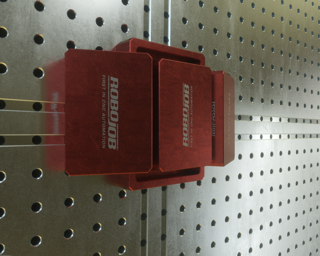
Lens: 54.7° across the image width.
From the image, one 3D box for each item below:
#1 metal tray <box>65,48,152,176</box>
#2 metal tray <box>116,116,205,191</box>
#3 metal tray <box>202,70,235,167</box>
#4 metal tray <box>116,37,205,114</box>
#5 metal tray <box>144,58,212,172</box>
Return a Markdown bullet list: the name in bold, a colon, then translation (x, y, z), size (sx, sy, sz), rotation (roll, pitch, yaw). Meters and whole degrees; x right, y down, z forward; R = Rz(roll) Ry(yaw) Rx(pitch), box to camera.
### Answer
- **metal tray**: translation (-0.056, -0.016, 0.337), size (0.091, 0.030, 0.129), rotation (0, 91, -14)
- **metal tray**: translation (0.005, 0.029, 0.413), size (0.131, 0.030, 0.089), rotation (0, 90, -40)
- **metal tray**: translation (0.088, -0.013, 0.457), size (0.090, 0.030, 0.129), rotation (-2, 92, -67)
- **metal tray**: translation (0.005, -0.061, 0.412), size (0.131, 0.030, 0.089), rotation (0, 90, -40)
- **metal tray**: translation (0.024, -0.015, 0.389), size (0.091, 0.030, 0.129), rotation (-1, 91, -40)
